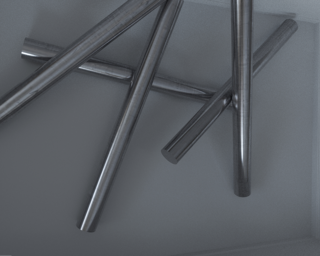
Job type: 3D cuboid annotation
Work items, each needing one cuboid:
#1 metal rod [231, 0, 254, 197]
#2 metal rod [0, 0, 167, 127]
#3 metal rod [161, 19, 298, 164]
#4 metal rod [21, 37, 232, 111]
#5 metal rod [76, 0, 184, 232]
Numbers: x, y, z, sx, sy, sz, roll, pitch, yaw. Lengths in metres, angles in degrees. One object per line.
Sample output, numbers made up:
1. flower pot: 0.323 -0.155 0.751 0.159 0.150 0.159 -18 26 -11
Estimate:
1. metal rod: 0.105 -0.039 0.397 0.025 0.025 0.298 -17 117 -20
2. metal rod: -0.096 -0.079 0.343 0.301 0.025 0.025 -39 103 -4
3. metal rod: 0.108 -0.063 0.428 0.301 0.025 0.025 -45 105 -24
4. metal rod: -0.016 -0.063 0.405 0.302 0.025 0.025 12 86 -20
5. metal rod: -0.037 -0.018 0.377 0.025 0.025 0.299 21 91 -19
